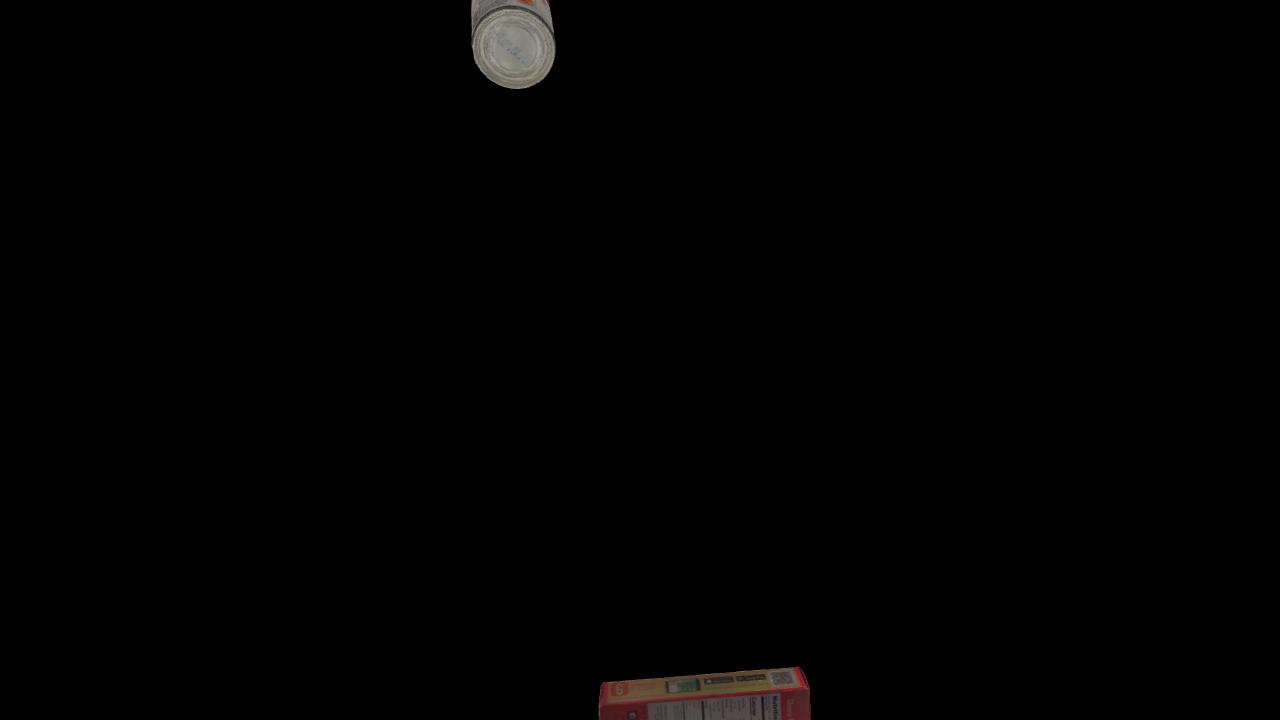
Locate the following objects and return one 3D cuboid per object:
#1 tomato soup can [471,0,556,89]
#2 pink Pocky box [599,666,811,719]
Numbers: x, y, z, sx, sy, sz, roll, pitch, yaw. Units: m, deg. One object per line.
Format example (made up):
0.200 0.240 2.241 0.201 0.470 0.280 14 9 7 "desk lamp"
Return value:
-0.106 -0.283 0.510 0.068 0.101 0.068 -8 -35 -5 "tomato soup can"
0.049 0.280 0.460 0.155 0.084 0.029 -4 9 -1 "pink Pocky box"
